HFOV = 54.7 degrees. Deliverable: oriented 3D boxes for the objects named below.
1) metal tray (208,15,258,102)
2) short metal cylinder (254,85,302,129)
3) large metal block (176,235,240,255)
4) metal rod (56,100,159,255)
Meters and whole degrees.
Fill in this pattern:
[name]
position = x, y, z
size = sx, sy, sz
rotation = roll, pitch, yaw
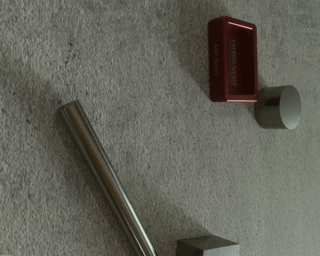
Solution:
[metal tray]
position = 0.121, -0.108, 0.505
size = 0.091, 0.030, 0.129
rotation = -4, 93, -40
[short metal cylinder]
position = 0.220, -0.038, 0.577
size = 0.081, 0.050, 0.079
rotation = 0, 90, -40
[large metal block]
position = 0.067, 0.206, 0.448
size = 0.081, 0.050, 0.080
rotation = 11, 83, -40
[metal rod]
position = -0.041, 0.106, 0.372
size = 0.025, 0.025, 0.299
rotation = -37, 113, -34
